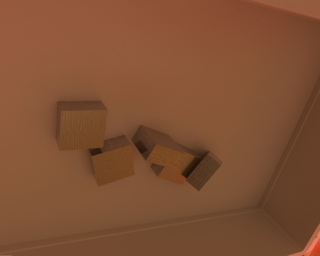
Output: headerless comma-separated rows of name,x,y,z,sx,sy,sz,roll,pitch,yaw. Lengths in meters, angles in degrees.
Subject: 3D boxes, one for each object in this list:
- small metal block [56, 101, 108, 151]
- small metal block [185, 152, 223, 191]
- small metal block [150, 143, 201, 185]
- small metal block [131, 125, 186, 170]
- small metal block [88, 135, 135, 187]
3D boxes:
small metal block,-0.091,-0.003,0.357,0.050,0.025,0.050,-3,120,-27
small metal block,0.068,0.064,0.468,0.050,0.025,0.050,-51,169,8
small metal block,0.023,0.051,0.453,0.050,0.025,0.050,25,105,-37
small metal block,-0.002,0.025,0.406,0.050,0.050,0.025,21,107,-36
small metal block,-0.063,0.042,0.400,0.050,0.025,0.050,-16,125,-19
